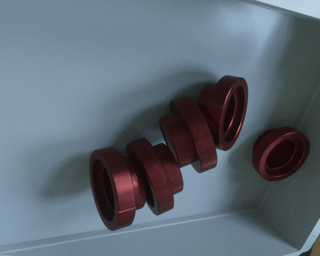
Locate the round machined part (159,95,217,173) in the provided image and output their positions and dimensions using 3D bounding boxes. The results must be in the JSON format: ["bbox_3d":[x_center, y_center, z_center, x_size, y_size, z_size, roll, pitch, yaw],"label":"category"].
[{"bbox_3d":[0.030,0.012,0.388,0.042,0.098,0.097,-21,127,-7],"label":"round machined part"}]

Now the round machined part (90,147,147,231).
[{"bbox_3d":[-0.050,0.071,0.379,0.042,0.098,0.097,-10,123,-29],"label":"round machined part"}]

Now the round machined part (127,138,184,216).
[{"bbox_3d":[-0.004,0.058,0.396,0.042,0.098,0.097,-21,127,-16],"label":"round machined part"}]

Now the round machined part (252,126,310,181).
[{"bbox_3d":[0.200,0.040,0.530,0.099,0.042,0.097,-10,121,-16],"label":"round machined part"}]

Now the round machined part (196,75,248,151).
[{"bbox_3d":[0.079,-0.022,0.411,0.099,0.042,0.097,-33,131,-49],"label":"round machined part"}]
